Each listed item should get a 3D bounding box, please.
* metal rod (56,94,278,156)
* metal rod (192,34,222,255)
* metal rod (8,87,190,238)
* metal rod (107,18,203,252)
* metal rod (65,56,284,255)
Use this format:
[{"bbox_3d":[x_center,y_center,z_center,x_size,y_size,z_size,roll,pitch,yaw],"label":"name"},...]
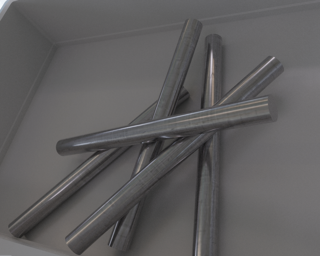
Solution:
[{"bbox_3d":[-0.020,0.005,0.359,0.300,0.025,0.025,-11,56,36],"label":"metal rod"},{"bbox_3d":[0.059,0.005,0.371,0.025,0.025,0.299,-7,58,25],"label":"metal rod"},{"bbox_3d":[-0.082,0.043,0.422,0.300,0.025,0.025,-40,51,0],"label":"metal rod"},{"bbox_3d":[-0.001,-0.003,0.384,0.025,0.025,0.299,10,74,32],"label":"metal rod"},{"bbox_3d":[0.019,0.027,0.343,0.300,0.025,0.025,-42,51,-4],"label":"metal rod"}]
